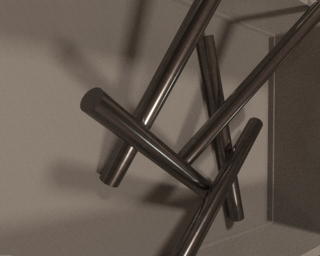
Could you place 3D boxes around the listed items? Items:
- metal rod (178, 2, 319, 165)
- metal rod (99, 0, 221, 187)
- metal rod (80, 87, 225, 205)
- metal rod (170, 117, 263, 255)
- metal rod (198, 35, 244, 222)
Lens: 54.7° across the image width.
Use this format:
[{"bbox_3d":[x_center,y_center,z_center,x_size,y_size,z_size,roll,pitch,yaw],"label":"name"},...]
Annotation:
[{"bbox_3d":[0.134,-0.064,0.446,0.300,0.025,0.025,-48,122,-3],"label":"metal rod"},{"bbox_3d":[0.012,-0.067,0.338,0.025,0.025,0.299,22,102,-39],"label":"metal rod"},{"bbox_3d":[0.016,0.044,0.376,0.300,0.025,0.025,42,64,-48],"label":"metal rod"},{"bbox_3d":[0.086,0.080,0.432,0.301,0.025,0.025,-49,120,-39],"label":"metal rod"},{"bbox_3d":[0.098,0.006,0.491,0.025,0.025,0.298,-20,103,-39],"label":"metal rod"}]
